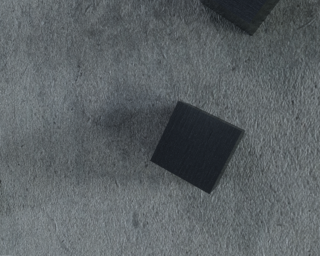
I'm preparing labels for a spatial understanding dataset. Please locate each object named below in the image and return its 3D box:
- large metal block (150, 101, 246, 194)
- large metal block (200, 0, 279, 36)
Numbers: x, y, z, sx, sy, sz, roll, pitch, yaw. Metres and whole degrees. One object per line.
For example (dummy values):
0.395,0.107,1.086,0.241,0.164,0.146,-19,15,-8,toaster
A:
0.047,0.021,0.379,0.080,0.050,0.080,28,99,18,large metal block
0.099,-0.169,0.361,0.080,0.050,0.080,40,103,15,large metal block
